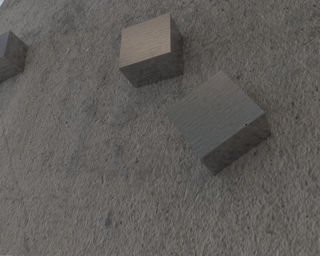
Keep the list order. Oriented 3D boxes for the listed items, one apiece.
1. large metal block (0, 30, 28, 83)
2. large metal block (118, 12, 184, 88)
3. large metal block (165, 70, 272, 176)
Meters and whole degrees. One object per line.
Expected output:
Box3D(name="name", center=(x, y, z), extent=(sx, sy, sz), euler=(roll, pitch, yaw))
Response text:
Box3D(name="large metal block", center=(-0.334, -0.147, 0.654), extent=(0.080, 0.050, 0.080), euler=(-20, 54, 16))
Box3D(name="large metal block", center=(-0.012, -0.115, 0.465), extent=(0.080, 0.050, 0.080), euler=(-13, 56, 21))
Box3D(name="large metal block", center=(0.066, -0.006, 0.357), extent=(0.080, 0.050, 0.080), euler=(-36, 51, 4))
